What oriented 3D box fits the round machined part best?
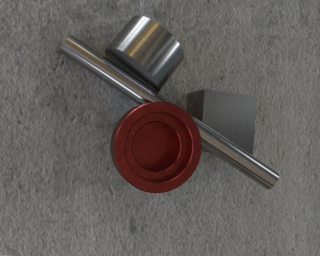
[{"bbox_3d":[-0.007,0.020,0.347,0.099,0.042,0.097,-1,92,-20],"label":"round machined part"}]

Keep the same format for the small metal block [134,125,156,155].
[{"bbox_3d":[-0.026,0.008,0.389,0.025,0.050,0.050,-2,91,-20],"label":"small metal block"}]

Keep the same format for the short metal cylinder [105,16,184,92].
[{"bbox_3d":[-0.018,-0.087,0.375,0.080,0.080,0.050,39,78,-16],"label":"short metal cylinder"}]

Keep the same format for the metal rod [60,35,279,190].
[{"bbox_3d":[0.014,-0.017,0.377,0.301,0.025,0.025,33,79,-3],"label":"metal rod"}]

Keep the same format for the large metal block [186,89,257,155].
[{"bbox_3d":[0.083,-0.007,0.429,0.081,0.050,0.080,5,89,-20],"label":"large metal block"}]
